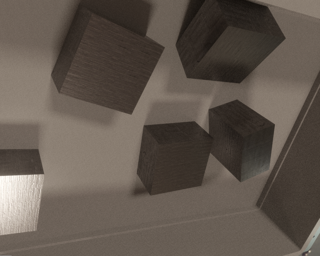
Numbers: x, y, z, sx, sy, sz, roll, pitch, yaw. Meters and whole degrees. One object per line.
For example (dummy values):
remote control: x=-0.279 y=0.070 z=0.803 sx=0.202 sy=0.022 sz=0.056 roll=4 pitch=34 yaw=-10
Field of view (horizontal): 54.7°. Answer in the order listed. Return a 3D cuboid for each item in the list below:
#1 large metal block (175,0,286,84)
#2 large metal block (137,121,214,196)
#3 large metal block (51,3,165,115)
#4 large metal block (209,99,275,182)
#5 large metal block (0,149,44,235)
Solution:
large metal block: x=0.077 y=-0.098 z=0.353 sx=0.081 sy=0.050 sz=0.080 roll=1 pitch=150 yaw=-29
large metal block: x=0.019 y=0.040 z=0.429 sx=0.081 sy=0.050 sz=0.079 roll=-5 pitch=121 yaw=-26
large metal block: x=-0.055 y=-0.069 z=0.321 sx=0.081 sy=0.050 sz=0.080 roll=16 pitch=110 yaw=-35
large metal block: x=0.114 y=0.017 z=0.448 sx=0.050 sy=0.080 sz=0.079 roll=-20 pitch=126 yaw=-17
large metal block: x=-0.177 y=0.070 z=0.340 sx=0.081 sy=0.050 sz=0.079 roll=2 pitch=118 yaw=-30
